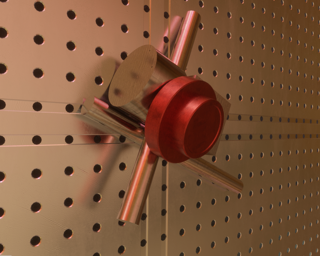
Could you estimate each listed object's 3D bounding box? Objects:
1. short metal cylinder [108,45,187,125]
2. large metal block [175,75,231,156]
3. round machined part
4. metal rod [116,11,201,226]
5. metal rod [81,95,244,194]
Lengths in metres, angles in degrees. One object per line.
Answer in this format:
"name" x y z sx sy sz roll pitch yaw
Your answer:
"short metal cylinder" -0.015 -0.049 0.362 0.050 0.080 0.080 32 70 -36
"large metal block" 0.045 -0.015 0.428 0.080 0.050 0.080 32 70 -36
"round machined part" 0.034 -0.005 0.343 0.099 0.042 0.097 -24 127 -37
"metal rod" 0.006 -0.030 0.391 0.025 0.025 0.300 35 61 -35
"metal rod" 0.025 0.037 0.431 0.301 0.025 0.025 31 71 -36
